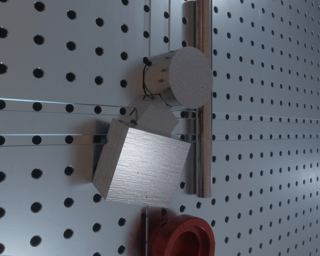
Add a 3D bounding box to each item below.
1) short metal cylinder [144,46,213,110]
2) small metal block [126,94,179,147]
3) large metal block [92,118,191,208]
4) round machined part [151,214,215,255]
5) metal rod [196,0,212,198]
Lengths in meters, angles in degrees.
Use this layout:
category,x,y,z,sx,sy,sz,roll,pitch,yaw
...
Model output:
category,x,y,z,sx,sy,sz,roll,pitch,yaw
short metal cylinder,0.026,-0.065,0.416,0.081,0.050,0.079,0,90,-40
small metal block,-0.009,-0.008,0.403,0.050,0.025,0.050,51,60,-28
large metal block,-0.022,0.041,0.357,0.081,0.050,0.080,16,95,-31
round machined part,0.027,0.167,0.424,0.099,0.042,0.097,0,90,-40
metal rod,0.066,-0.046,0.466,0.025,0.025,0.298,0,90,-40
